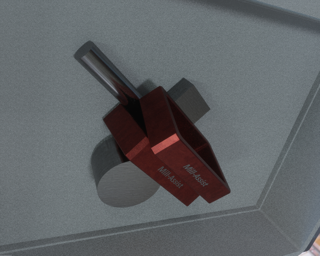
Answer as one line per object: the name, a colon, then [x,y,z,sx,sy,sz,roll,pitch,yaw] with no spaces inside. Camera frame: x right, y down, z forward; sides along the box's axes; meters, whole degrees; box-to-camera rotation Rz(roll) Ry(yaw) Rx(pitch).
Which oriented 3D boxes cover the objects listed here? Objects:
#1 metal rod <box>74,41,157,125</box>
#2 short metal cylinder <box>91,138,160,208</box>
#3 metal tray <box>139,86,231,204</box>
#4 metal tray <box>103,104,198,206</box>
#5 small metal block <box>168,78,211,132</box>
metal rod: [0.003,0.002,0.413,0.025,0.025,0.300,-43,130,1]
short metal cylinder: [-0.043,0.055,0.395,0.081,0.050,0.079,-11,129,-14]
metal tray: [0.031,0.022,0.364,0.030,0.090,0.130,-32,131,14]
metal tray: [-0.006,0.035,0.384,0.030,0.090,0.130,-43,130,1]
small metal block: [0.031,-0.029,0.407,0.050,0.025,0.050,-42,130,0]
